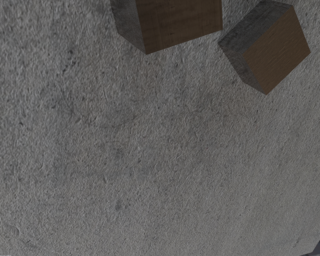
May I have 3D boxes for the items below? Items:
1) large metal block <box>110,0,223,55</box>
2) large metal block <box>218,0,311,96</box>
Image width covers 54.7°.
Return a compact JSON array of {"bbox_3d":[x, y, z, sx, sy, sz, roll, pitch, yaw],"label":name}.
[{"bbox_3d":[0.003,-0.118,0.300,0.081,0.080,0.050,-22,127,-15],"label":"large metal block"},{"bbox_3d":[0.136,-0.104,0.400,0.080,0.050,0.080,-45,129,3],"label":"large metal block"}]
